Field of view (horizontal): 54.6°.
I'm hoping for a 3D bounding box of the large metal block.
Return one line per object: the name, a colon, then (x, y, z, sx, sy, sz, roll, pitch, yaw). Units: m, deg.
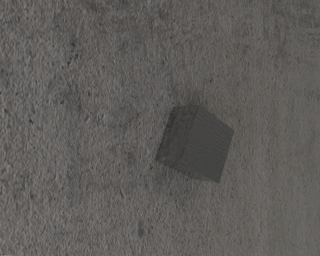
large metal block: (0.050, 0.023, 0.429, 0.080, 0.050, 0.080, 31, 71, -36)
